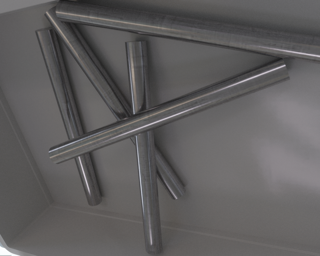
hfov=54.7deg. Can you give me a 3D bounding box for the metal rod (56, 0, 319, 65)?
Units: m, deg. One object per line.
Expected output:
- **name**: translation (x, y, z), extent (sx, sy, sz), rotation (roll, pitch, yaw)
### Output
- **metal rod**: translation (0.022, -0.105, 0.327), extent (0.301, 0.025, 0.025), rotation (15, 125, 18)

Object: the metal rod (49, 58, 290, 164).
- **metal rod**: translation (-0.007, -0.012, 0.360), extent (0.300, 0.025, 0.025), rotation (-20, 108, 21)

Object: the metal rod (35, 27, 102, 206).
- **metal rod**: translation (-0.133, 0.000, 0.478), extent (0.025, 0.025, 0.298), rotation (6, 121, 25)

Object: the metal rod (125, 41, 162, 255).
- **metal rod**: translation (-0.019, 0.039, 0.411), extent (0.025, 0.025, 0.298), rotation (5, 111, 25)

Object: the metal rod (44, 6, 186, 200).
- **metal rod**: translation (-0.053, -0.026, 0.420), extent (0.025, 0.025, 0.299), rotation (-24, 106, 36)
